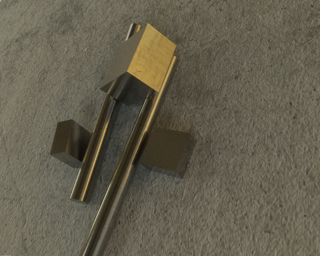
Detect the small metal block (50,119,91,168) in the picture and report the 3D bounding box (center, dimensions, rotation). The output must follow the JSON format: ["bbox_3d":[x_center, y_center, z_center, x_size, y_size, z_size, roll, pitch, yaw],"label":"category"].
[{"bbox_3d":[-0.122,0.023,0.436,0.025,0.050,0.050,-11,57,22],"label":"small metal block"}]

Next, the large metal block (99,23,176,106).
[{"bbox_3d":[-0.032,-0.085,0.434,0.080,0.050,0.080,-16,49,53],"label":"large metal block"}]

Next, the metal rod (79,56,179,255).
[{"bbox_3d":[-0.034,0.030,0.402,0.025,0.025,0.300,8,65,31],"label":"metal rod"}]

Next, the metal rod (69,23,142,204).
[{"bbox_3d":[-0.073,-0.037,0.462,0.025,0.025,0.300,0,61,27],"label":"metal rod"}]

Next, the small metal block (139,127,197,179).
[{"bbox_3d":[0.010,0.030,0.379,0.050,0.025,0.050,10,67,32],"label":"small metal block"}]
